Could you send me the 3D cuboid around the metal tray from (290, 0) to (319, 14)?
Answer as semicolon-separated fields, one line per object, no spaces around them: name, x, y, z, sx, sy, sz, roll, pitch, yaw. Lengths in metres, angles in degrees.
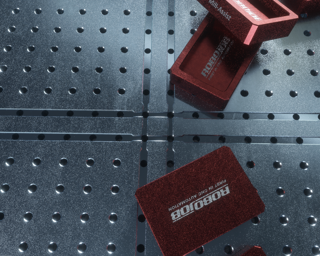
metal tray;0.271;-0.238;0.497;0.131;0.030;0.090;-11;70;-4

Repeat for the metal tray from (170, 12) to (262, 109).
metal tray;0.084;-0.103;0.447;0.090;0.030;0.130;29;72;10

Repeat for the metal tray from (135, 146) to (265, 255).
metal tray;0.047;0.090;0.377;0.131;0.030;0.090;-25;72;-9

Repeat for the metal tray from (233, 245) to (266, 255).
metal tray;0.106;0.208;0.333;0.090;0.030;0.130;-30;73;-11

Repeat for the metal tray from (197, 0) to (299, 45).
metal tray;0.119;-0.175;0.444;0.091;0.030;0.130;-19;58;-28
